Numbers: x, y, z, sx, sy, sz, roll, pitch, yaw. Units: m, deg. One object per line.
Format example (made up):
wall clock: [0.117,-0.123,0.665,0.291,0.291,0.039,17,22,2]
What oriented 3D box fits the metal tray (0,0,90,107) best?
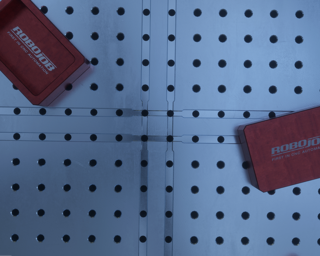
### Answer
metal tray: [-0.170,-0.104,0.409,0.090,0.030,0.130,-43,90,0]

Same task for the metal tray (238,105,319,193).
metal tray: [0.180,0.025,0.412,0.131,0.030,0.090,-15,90,0]
